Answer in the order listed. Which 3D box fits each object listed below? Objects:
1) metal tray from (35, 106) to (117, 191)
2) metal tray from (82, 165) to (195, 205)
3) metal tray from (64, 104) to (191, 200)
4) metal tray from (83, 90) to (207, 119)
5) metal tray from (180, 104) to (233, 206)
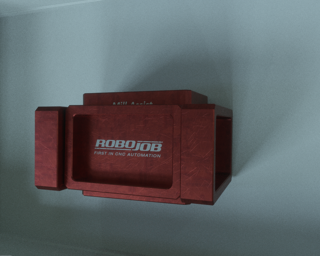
[{"bbox_3d":[-0.098,0.021,0.388,0.030,0.130,0.089,1,91,20],"label":"metal tray"},{"bbox_3d":[-0.016,0.064,0.378,0.130,0.090,0.030,0,90,20],"label":"metal tray"},{"bbox_3d":[-0.035,0.021,0.323,0.130,0.030,0.089,1,90,19],"label":"metal tray"},{"bbox_3d":[-0.015,-0.026,0.378,0.130,0.090,0.030,0,91,20],"label":"metal tray"},{"bbox_3d":[0.054,0.022,0.333,0.030,0.130,0.089,1,91,20],"label":"metal tray"}]
